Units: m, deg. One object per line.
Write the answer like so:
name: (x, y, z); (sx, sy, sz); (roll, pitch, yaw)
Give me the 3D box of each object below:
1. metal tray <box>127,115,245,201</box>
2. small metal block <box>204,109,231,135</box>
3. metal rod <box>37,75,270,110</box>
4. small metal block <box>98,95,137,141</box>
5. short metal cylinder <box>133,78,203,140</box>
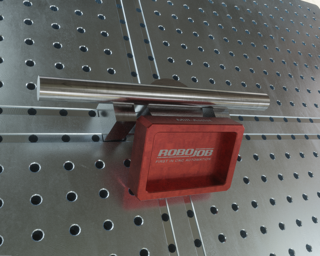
metal tray: (0.032, 0.033, 0.366); (0.131, 0.089, 0.030); (0, 18, -28)
small metal block: (0.071, -0.015, 0.440); (0.025, 0.050, 0.050); (-1, 62, -29)
metal rod: (0.014, -0.038, 0.375); (0.303, 0.025, 0.025); (0, 62, -28)
small metal block: (-0.053, -0.018, 0.375); (0.025, 0.050, 0.050); (-1, 62, -29)
short metal cylinder: (0.009, -0.018, 0.407); (0.081, 0.050, 0.080); (14, 56, -21)
